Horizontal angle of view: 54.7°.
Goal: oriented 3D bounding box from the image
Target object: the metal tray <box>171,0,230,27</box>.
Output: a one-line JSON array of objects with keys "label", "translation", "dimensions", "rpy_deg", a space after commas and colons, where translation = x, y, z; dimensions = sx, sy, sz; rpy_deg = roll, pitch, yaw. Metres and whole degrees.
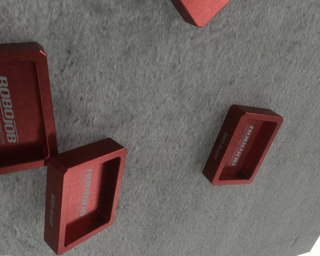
[{"label": "metal tray", "translation": [0.034, -0.180, 0.312], "dimensions": [0.090, 0.030, 0.130], "rpy_deg": [-45, 130, 3]}]

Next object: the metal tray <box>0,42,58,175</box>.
[{"label": "metal tray", "translation": [-0.156, -0.016, 0.309], "dimensions": [0.091, 0.030, 0.129], "rpy_deg": [-10, 123, -24]}]

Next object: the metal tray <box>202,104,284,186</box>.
[{"label": "metal tray", "translation": [0.131, 0.030, 0.496], "dimensions": [0.091, 0.030, 0.129], "rpy_deg": [4, 116, -31]}]

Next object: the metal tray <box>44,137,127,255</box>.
[{"label": "metal tray", "translation": [-0.092, 0.083, 0.382], "dimensions": [0.091, 0.030, 0.129], "rpy_deg": [-19, 131, -47]}]
